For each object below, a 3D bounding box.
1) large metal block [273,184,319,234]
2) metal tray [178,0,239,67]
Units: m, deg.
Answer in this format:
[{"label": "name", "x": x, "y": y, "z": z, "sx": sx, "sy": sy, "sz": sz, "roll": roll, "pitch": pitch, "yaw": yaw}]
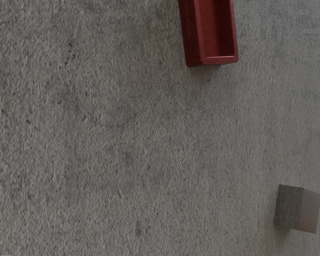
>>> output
[{"label": "large metal block", "x": 0.278, "y": 0.164, "z": 0.626, "sx": 0.080, "sy": 0.050, "sz": 0.080, "roll": 22, "pitch": 76, "yaw": -38}, {"label": "metal tray", "x": 0.074, "y": -0.160, "z": 0.465, "sx": 0.091, "sy": 0.030, "sz": 0.129, "roll": -13, "pitch": 99, "yaw": -40}]
